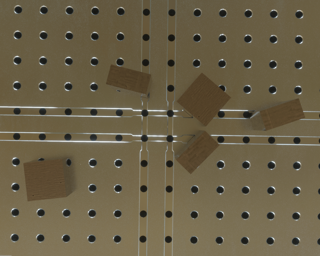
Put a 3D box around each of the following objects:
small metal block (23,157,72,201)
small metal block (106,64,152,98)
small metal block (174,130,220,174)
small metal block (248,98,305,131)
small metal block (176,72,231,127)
[{"bbox_3d":[-0.149,0.067,0.413,0.050,0.025,0.050,-6,90,0],"label":"small metal block"},{"bbox_3d":[-0.038,-0.059,0.401,0.050,0.050,0.025,14,90,0],"label":"small metal block"},{"bbox_3d":[0.046,0.030,0.401,0.025,0.050,0.050,45,90,0],"label":"small metal block"},{"bbox_3d":[0.149,-0.017,0.402,0.050,0.050,0.025,-19,90,0],"label":"small metal block"},{"bbox_3d":[0.057,-0.037,0.414,0.050,0.025,0.050,41,90,0],"label":"small metal block"}]
